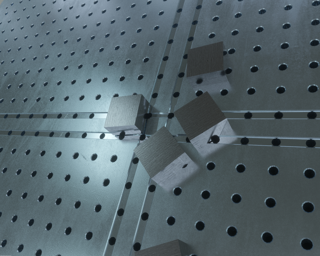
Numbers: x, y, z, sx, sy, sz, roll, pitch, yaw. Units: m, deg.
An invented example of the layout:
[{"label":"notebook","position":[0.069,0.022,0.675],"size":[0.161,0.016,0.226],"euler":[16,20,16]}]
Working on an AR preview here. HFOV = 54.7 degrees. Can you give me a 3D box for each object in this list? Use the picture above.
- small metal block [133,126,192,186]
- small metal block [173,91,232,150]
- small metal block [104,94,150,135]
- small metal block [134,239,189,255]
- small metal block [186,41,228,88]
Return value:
[{"label":"small metal block","position":[0.003,0.034,0.385],"size":[0.050,0.025,0.050],"euler":[-39,51,2]},{"label":"small metal block","position":[0.052,-0.010,0.386],"size":[0.050,0.025,0.050],"euler":[-32,52,7]},{"label":"small metal block","position":[-0.047,-0.019,0.443],"size":[0.050,0.025,0.050],"euler":[-4,60,26]},{"label":"small metal block","position":[0.005,0.147,0.314],"size":[0.050,0.025,0.050],"euler":[-22,54,14]},{"label":"small metal block","position":[0.066,-0.087,0.426],"size":[0.050,0.025,0.050],"euler":[-8,58,23]}]
